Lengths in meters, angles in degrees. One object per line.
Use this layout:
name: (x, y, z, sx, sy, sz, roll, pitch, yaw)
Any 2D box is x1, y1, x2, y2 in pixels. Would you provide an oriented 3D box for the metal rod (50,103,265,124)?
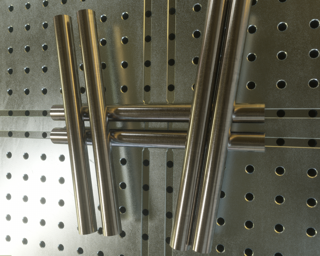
metal rod: (-0.017, -0.020, 0.420, 0.301, 0.025, 0.025, 1, 91, 20)

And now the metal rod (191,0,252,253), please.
metal rod: (0.071, -0.004, 0.362, 0.025, 0.025, 0.298, 10, 93, 20)

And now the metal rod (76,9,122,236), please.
metal rod: (-0.082, -0.009, 0.416, 0.025, 0.025, 0.299, -8, 87, 20)

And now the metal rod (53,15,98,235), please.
metal rod: (-0.117, -0.006, 0.429, 0.025, 0.025, 0.299, -9, 87, 20)

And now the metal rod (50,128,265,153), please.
metal rod: (-0.016, 0.014, 0.419, 0.301, 0.025, 0.025, 1, 91, 20)

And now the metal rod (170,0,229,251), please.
metal rod: (0.047, -0.003, 0.371, 0.025, 0.025, 0.298, 10, 93, 20)
